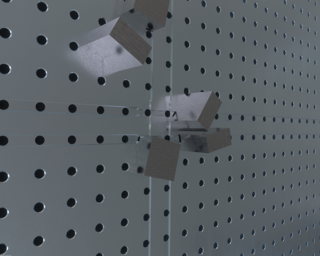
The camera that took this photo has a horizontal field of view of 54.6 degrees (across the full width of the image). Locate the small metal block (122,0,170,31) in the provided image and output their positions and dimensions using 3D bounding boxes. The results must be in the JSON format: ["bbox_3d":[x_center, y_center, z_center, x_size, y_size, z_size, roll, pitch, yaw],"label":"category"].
[{"bbox_3d":[-0.016,-0.160,0.394,0.050,0.025,0.050,17,79,-39],"label":"small metal block"}]

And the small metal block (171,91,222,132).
[{"bbox_3d":[0.051,-0.023,0.435,0.025,0.050,0.050,44,64,-31],"label":"small metal block"}]

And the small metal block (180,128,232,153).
[{"bbox_3d":[0.066,0.017,0.447,0.050,0.050,0.025,-14,99,-39],"label":"small metal block"}]

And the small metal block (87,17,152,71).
[{"bbox_3d":[-0.046,-0.093,0.353,0.050,0.050,0.025,38,67,-34],"label":"small metal block"}]

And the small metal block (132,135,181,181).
[{"bbox_3d":[-0.004,0.040,0.405,0.050,0.025,0.050,19,78,-38],"label":"small metal block"}]
